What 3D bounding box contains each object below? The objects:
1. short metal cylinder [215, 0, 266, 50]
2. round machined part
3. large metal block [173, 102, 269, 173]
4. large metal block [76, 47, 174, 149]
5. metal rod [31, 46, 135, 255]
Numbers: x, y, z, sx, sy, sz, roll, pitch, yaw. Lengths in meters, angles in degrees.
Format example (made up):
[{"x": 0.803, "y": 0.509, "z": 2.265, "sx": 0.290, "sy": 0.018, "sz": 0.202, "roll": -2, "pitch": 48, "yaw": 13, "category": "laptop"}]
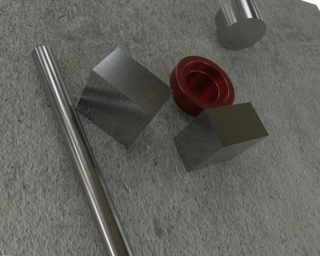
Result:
[{"x": 0.145, "y": -0.188, "z": 0.564, "sx": 0.081, "sy": 0.080, "sz": 0.050, "roll": 4, "pitch": 60, "yaw": -27, "category": "short metal cylinder"}, {"x": 0.058, "y": -0.056, "z": 0.460, "sx": 0.099, "sy": 0.042, "sz": 0.098, "roll": 14, "pitch": 56, "yaw": -21, "category": "round machined part"}, {"x": 0.077, "y": 0.012, "z": 0.405, "sx": 0.081, "sy": 0.080, "sz": 0.050, "roll": -10, "pitch": 67, "yaw": -33, "category": "large metal block"}, {"x": -0.043, "y": -0.033, "z": 0.366, "sx": 0.080, "sy": 0.080, "sz": 0.050, "roll": 38, "pitch": 51, "yaw": -3, "category": "large metal block"}, {"x": -0.083, "y": 0.035, "z": 0.338, "sx": 0.025, "sy": 0.025, "sz": 0.299, "roll": -14, "pitch": 69, "yaw": -34, "category": "metal rod"}]
